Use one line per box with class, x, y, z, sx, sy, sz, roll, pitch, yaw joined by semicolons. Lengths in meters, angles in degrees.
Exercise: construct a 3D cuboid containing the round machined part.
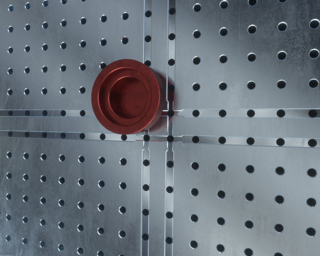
round machined part;-0.039;-0.040;0.418;0.098;0.042;0.097;0;90;20
